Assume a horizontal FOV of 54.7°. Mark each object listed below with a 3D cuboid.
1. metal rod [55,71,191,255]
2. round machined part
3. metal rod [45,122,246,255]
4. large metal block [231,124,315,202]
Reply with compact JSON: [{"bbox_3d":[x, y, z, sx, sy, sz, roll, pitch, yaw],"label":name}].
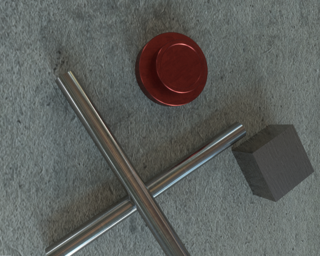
[{"bbox_3d":[-0.034,0.066,0.374,0.025,0.025,0.299,-33,92,-17],"label":"metal rod"},{"bbox_3d":[0.020,-0.078,0.408,0.099,0.042,0.097,0,90,-21],"label":"round machined part"},{"bbox_3d":[-0.005,0.077,0.408,0.302,0.025,0.025,-31,101,-18],"label":"metal rod"},{"bbox_3d":[0.167,0.049,0.460,0.080,0.050,0.080,-31,101,-18],"label":"large metal block"}]
